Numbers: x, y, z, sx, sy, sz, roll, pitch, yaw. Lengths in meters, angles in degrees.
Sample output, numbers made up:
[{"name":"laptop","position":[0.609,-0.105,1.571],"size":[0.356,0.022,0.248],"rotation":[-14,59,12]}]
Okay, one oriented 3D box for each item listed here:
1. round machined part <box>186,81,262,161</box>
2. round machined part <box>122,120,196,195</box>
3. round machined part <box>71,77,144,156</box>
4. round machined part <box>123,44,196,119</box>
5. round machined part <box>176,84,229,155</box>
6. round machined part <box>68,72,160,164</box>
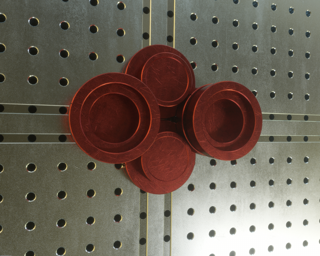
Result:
[{"name":"round machined part","position":[0.078,-0.009,0.397],"size":[0.099,0.042,0.097],"rotation":[0,90,-20]},{"name":"round machined part","position":[0.003,0.038,0.404],"size":[0.099,0.042,0.097],"rotation":[0,90,-20]},{"name":"round machined part","position":[-0.061,-0.011,0.380],"size":[0.099,0.042,0.097],"rotation":[0,90,-20]},{"name":"round machined part","position":[0.003,-0.060,0.404],"size":[0.099,0.042,0.097],"rotation":[0,90,-20]},{"name":"round machined part","position":[0.067,-0.010,0.427],"size":[0.099,0.042,0.097],"rotation":[0,90,-20]},{"name":"round machined part","position":[-0.053,-0.011,0.349],"size":[0.099,0.042,0.097],"rotation":[0,90,-20]}]
